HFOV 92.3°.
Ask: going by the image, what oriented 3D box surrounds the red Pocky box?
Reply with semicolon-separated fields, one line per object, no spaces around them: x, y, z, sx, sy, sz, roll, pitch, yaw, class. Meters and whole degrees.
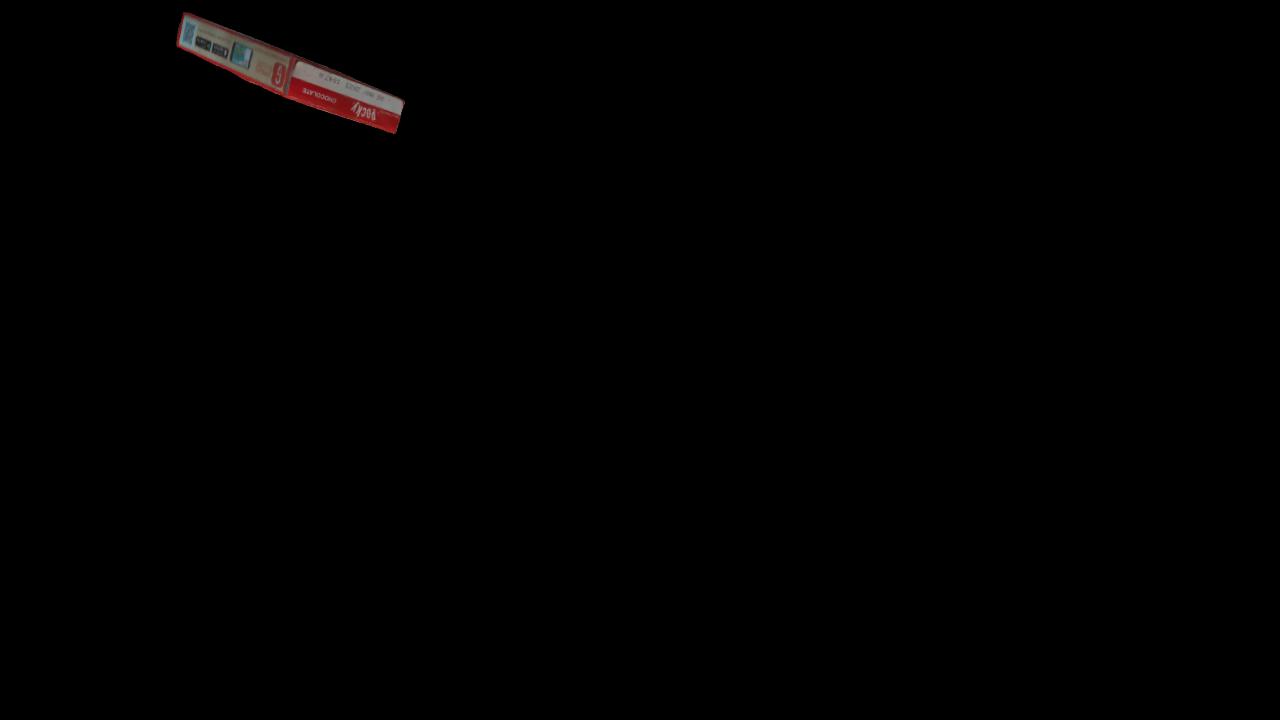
-0.250;-0.205;0.440;0.155;0.028;0.083;29;16;27;red Pocky box
